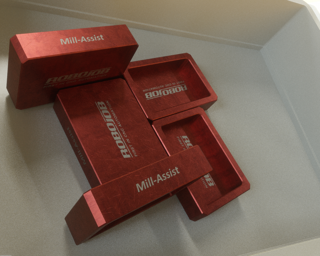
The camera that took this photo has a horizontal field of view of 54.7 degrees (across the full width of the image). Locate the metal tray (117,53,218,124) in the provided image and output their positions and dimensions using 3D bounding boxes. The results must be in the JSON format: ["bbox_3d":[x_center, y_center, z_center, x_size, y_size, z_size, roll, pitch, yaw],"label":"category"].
[{"bbox_3d":[0.010,-0.056,0.441,0.131,0.030,0.090,-19,72,-35],"label":"metal tray"}]

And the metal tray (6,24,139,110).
[{"bbox_3d":[-0.098,-0.069,0.350,0.131,0.090,0.030,-20,73,-36],"label":"metal tray"}]

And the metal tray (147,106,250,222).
[{"bbox_3d":[0.048,0.041,0.402,0.091,0.030,0.130,-19,72,-36],"label":"metal tray"}]

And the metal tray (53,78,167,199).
[{"bbox_3d":[-0.057,0.008,0.365,0.091,0.030,0.130,-19,72,-36],"label":"metal tray"}]

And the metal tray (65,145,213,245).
[{"bbox_3d":[-0.020,0.066,0.310,0.131,0.090,0.030,-19,72,-35],"label":"metal tray"}]
